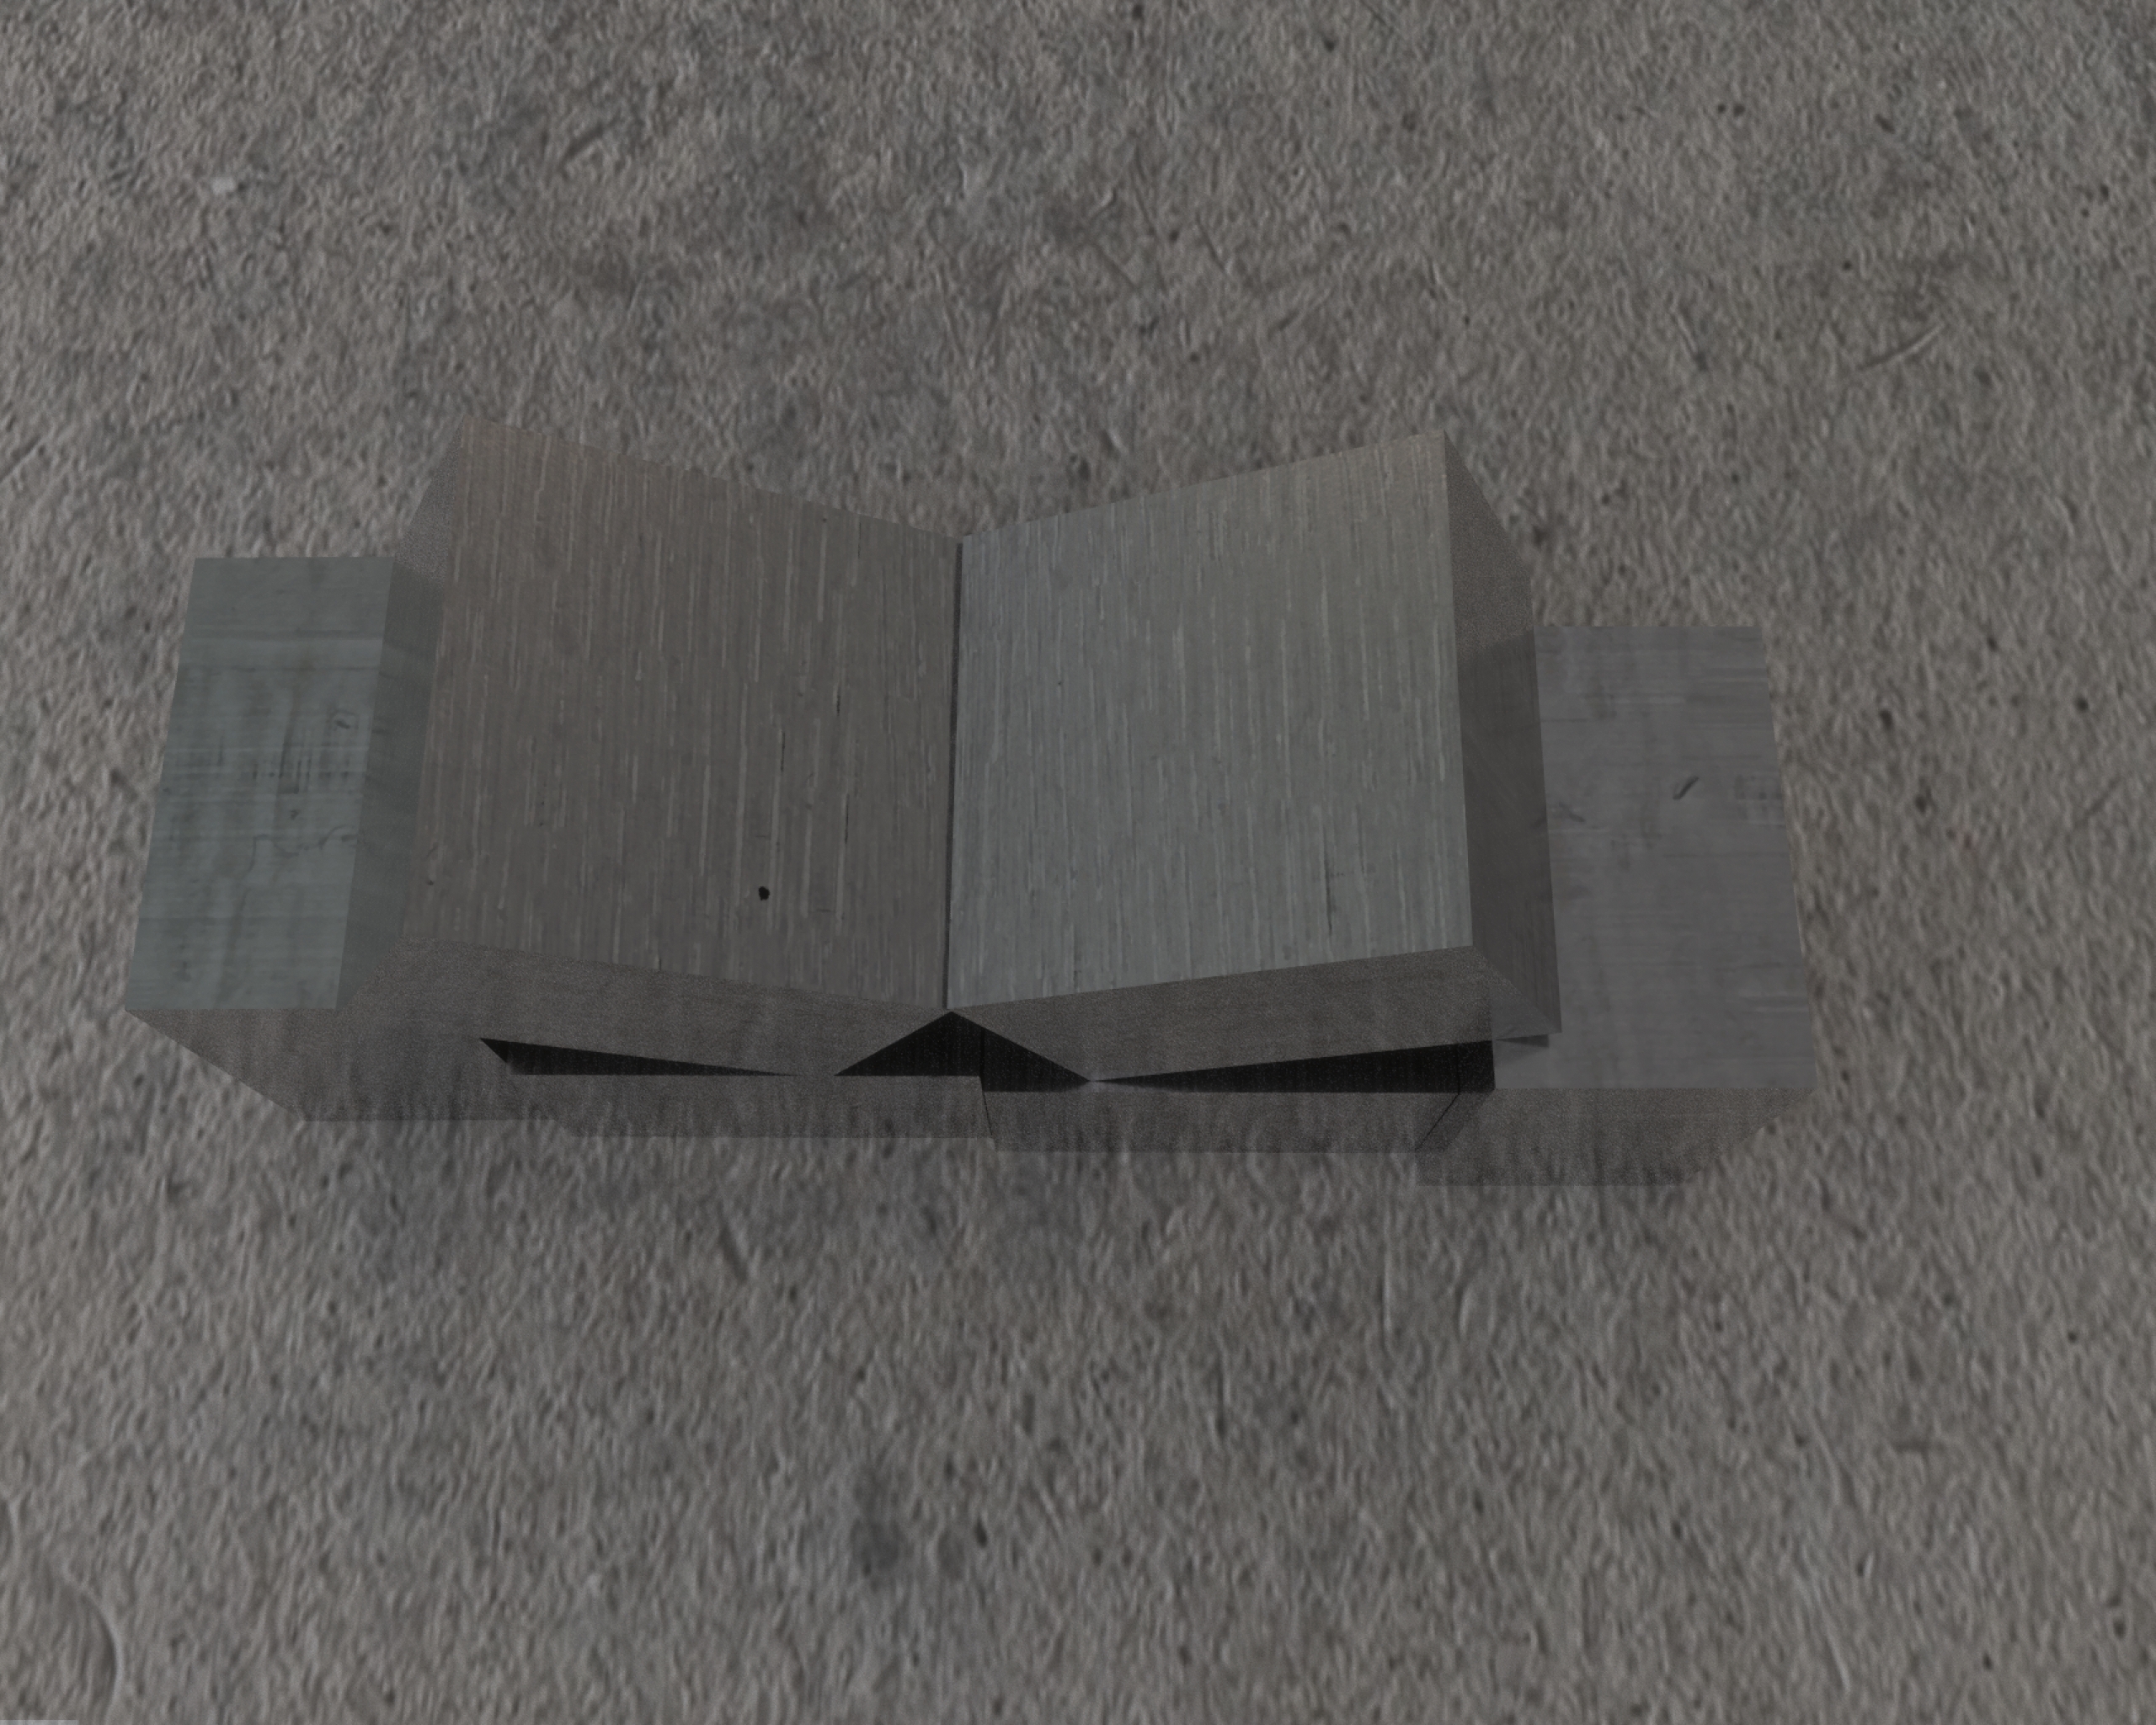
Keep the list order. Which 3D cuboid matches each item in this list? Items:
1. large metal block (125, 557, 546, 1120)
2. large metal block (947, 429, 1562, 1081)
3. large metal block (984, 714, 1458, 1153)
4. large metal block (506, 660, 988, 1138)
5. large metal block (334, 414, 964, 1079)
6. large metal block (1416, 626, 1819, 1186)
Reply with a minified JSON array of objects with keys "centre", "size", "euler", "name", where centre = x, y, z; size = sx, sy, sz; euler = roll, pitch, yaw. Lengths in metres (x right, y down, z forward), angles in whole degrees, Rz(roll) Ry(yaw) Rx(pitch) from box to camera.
[{"centre":[-0.124,-0.001,0.378],"size":[0.050,0.080,0.080],"euler":[0,70,0],"name":"large metal block"},{"centre":[0.028,-0.013,0.331],"size":[0.080,0.050,0.080],"euler":[-9,68,24],"name":"large metal block"},{"centre":[0.025,0.010,0.391],"size":[0.081,0.050,0.080],"euler":[0,70,0],"name":"large metal block"},{"centre":[-0.057,0.007,0.392],"size":[0.081,0.050,0.080],"euler":[0,70,0],"name":"large metal block"},{"centre":[-0.066,-0.014,0.330],"size":[0.081,0.050,0.080],"euler":[10,68,-27],"name":"large metal block"},{"centre":[0.090,0.011,0.375],"size":[0.050,0.080,0.080],"euler":[0,70,0],"name":"large metal block"}]
